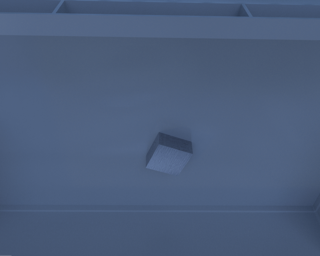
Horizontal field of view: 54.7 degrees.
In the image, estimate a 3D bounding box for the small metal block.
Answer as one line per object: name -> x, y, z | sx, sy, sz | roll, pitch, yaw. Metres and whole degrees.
small metal block -> 0.012, 0.038, 0.442 | 0.050, 0.025, 0.050 | 17, 128, -15
